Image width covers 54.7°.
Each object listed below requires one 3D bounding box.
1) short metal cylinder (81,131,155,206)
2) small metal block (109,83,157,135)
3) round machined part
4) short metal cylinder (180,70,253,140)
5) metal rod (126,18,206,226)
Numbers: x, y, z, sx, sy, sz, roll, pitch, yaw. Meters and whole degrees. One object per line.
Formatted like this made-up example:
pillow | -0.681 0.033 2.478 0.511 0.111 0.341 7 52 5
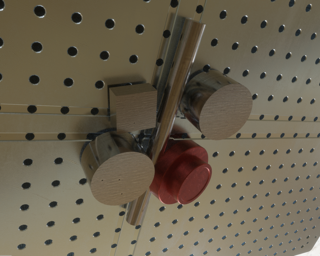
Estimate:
short metal cylinder | -0.054 0.050 0.391 0.081 0.050 0.079 -14 124 -21
small metal block | -0.032 -0.024 0.374 0.050 0.025 0.050 -11 123 -23
round machined part | 0.036 0.070 0.443 0.099 0.042 0.097 -27 134 -31
short metal cylinder | 0.074 -0.031 0.411 0.081 0.050 0.079 -14 124 -21
metal rod | 0.001 0.009 0.412 0.025 0.025 0.298 3 117 -30
